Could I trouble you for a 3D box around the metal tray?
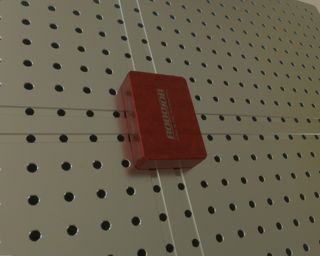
[{"bbox_3d":[0.004,-0.012,0.415,0.091,0.030,0.130,2,61,-28],"label":"metal tray"}]
